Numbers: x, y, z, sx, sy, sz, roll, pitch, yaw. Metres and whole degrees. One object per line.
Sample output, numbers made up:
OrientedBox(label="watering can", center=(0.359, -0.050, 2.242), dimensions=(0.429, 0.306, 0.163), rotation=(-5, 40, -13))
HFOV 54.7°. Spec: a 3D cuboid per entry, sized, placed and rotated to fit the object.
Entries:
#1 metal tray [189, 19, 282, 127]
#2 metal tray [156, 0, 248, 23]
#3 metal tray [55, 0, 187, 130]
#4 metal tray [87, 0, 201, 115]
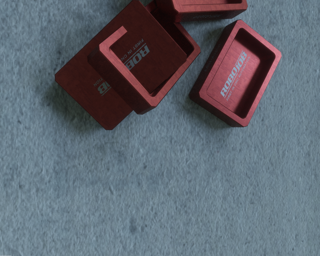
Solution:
OrientedBox(label="metal tray", center=(0.111, -0.077, 0.448), dimensions=(0.090, 0.030, 0.130), rotation=(32, 79, -18))
OrientedBox(label="metal tray", center=(0.051, -0.190, 0.407), dimensions=(0.131, 0.030, 0.090), rotation=(-16, 91, -32))
OrientedBox(label="metal tray", center=(-0.045, -0.072, 0.368), dimensions=(0.130, 0.030, 0.090), rotation=(-43, 103, 3))
OrientedBox(label="metal tray", center=(-0.013, -0.090, 0.377), dimensions=(0.090, 0.030, 0.130), rotation=(47, 53, -14))
